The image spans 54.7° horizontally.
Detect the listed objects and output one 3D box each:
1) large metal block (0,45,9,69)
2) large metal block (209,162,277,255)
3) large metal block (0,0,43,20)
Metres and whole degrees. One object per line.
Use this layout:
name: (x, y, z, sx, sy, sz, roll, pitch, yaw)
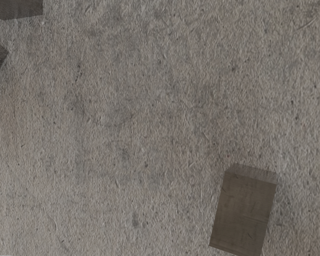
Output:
large metal block: (-0.310, -0.116, 0.505, 0.080, 0.050, 0.080, 37, 102, 16)
large metal block: (0.095, 0.088, 0.346, 0.050, 0.080, 0.080, 13, 94, 19)
large metal block: (-0.236, -0.203, 0.463, 0.080, 0.080, 0.050, 0, 90, 20)
